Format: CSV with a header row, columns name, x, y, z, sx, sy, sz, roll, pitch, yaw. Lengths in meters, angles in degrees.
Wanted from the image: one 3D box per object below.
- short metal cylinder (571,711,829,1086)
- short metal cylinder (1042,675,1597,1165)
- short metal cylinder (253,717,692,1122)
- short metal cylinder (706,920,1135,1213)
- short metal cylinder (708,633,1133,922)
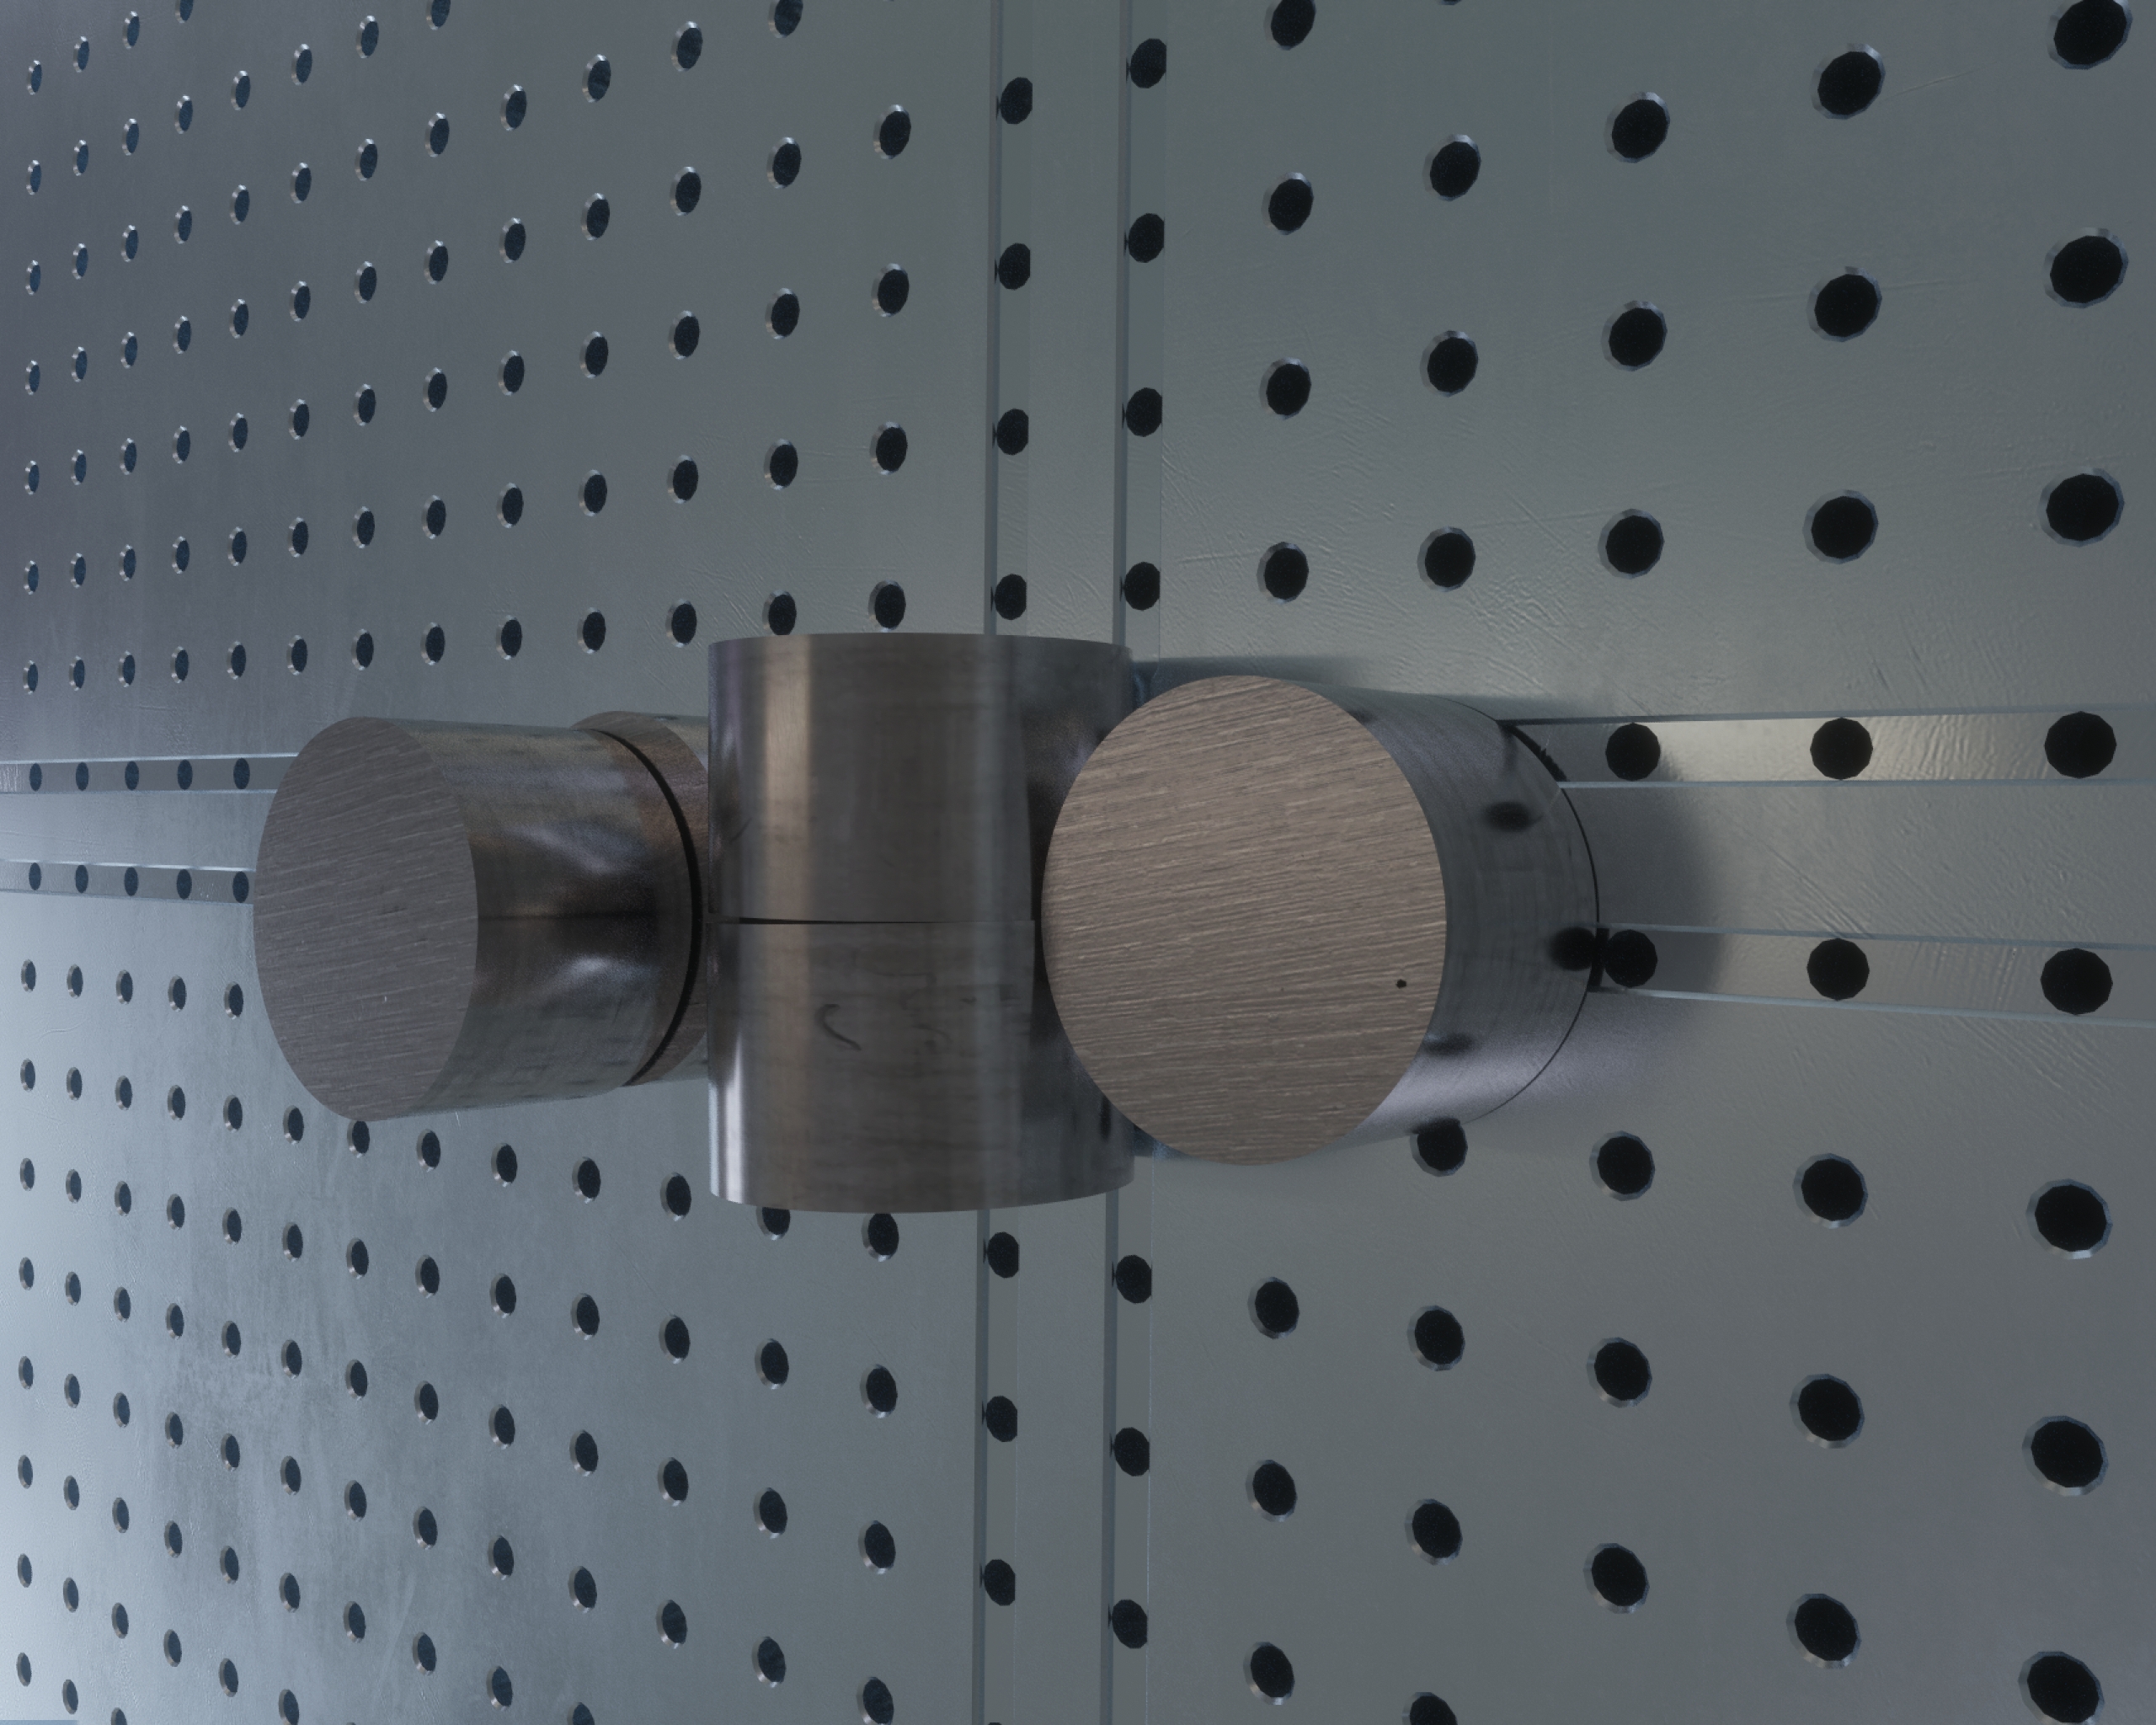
name,x,y,z,sx,sy,sz,roll,pitch,yaw
short metal cylinder,-0.082,0.008,0.461,0.080,0.050,0.079,0,90,39
short metal cylinder,0.041,0.009,0.359,0.080,0.050,0.079,0,90,39
short metal cylinder,-0.125,0.011,0.429,0.080,0.050,0.079,0,90,40
short metal cylinder,-0.030,0.036,0.398,0.080,0.081,0.050,-1,89,40
short metal cylinder,-0.030,-0.016,0.399,0.080,0.081,0.050,1,92,40
